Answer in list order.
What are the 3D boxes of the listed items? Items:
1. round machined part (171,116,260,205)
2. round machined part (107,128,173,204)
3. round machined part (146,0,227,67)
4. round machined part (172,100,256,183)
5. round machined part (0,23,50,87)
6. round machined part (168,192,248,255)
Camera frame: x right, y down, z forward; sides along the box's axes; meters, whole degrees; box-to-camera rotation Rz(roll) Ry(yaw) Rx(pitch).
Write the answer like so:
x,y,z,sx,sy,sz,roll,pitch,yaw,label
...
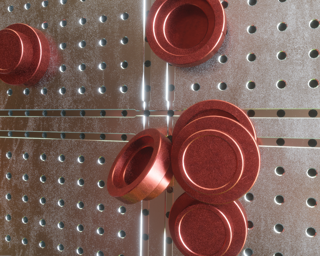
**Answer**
x,y,z,sx,sy,sz,roll,pitch,yaw,label
0.058,0.035,0.339,0.098,0.042,0.097,0,90,20,round machined part
-0.019,0.052,0.392,0.042,0.098,0.098,39,106,-26,round machined part
0.035,-0.125,0.391,0.098,0.042,0.097,0,90,20,round machined part
0.068,0.016,0.380,0.098,0.042,0.097,0,90,20,round machined part
-0.226,-0.115,0.484,0.098,0.042,0.097,0,90,20,round machined part
0.057,0.122,0.384,0.098,0.042,0.097,0,90,20,round machined part
